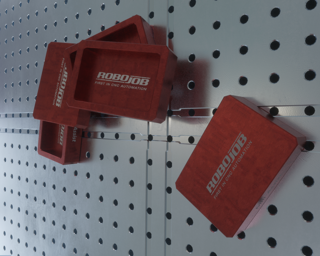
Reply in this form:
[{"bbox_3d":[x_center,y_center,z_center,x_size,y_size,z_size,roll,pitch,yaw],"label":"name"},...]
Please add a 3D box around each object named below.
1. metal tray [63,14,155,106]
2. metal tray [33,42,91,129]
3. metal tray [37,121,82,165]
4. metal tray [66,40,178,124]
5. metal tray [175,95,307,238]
[{"bbox_3d":[-0.068,-0.090,0.437,0.130,0.030,0.090,-19,78,19],"label":"metal tray"},{"bbox_3d":[-0.149,-0.070,0.502,0.090,0.030,0.129,10,87,23],"label":"metal tray"},{"bbox_3d":[-0.177,-0.008,0.554,0.090,0.030,0.129,12,98,39],"label":"metal tray"},{"bbox_3d":[-0.050,-0.060,0.394,0.130,0.030,0.090,10,88,23],"label":"metal tray"},{"bbox_3d":[0.082,0.041,0.340,0.090,0.030,0.129,40,115,32],"label":"metal tray"}]
